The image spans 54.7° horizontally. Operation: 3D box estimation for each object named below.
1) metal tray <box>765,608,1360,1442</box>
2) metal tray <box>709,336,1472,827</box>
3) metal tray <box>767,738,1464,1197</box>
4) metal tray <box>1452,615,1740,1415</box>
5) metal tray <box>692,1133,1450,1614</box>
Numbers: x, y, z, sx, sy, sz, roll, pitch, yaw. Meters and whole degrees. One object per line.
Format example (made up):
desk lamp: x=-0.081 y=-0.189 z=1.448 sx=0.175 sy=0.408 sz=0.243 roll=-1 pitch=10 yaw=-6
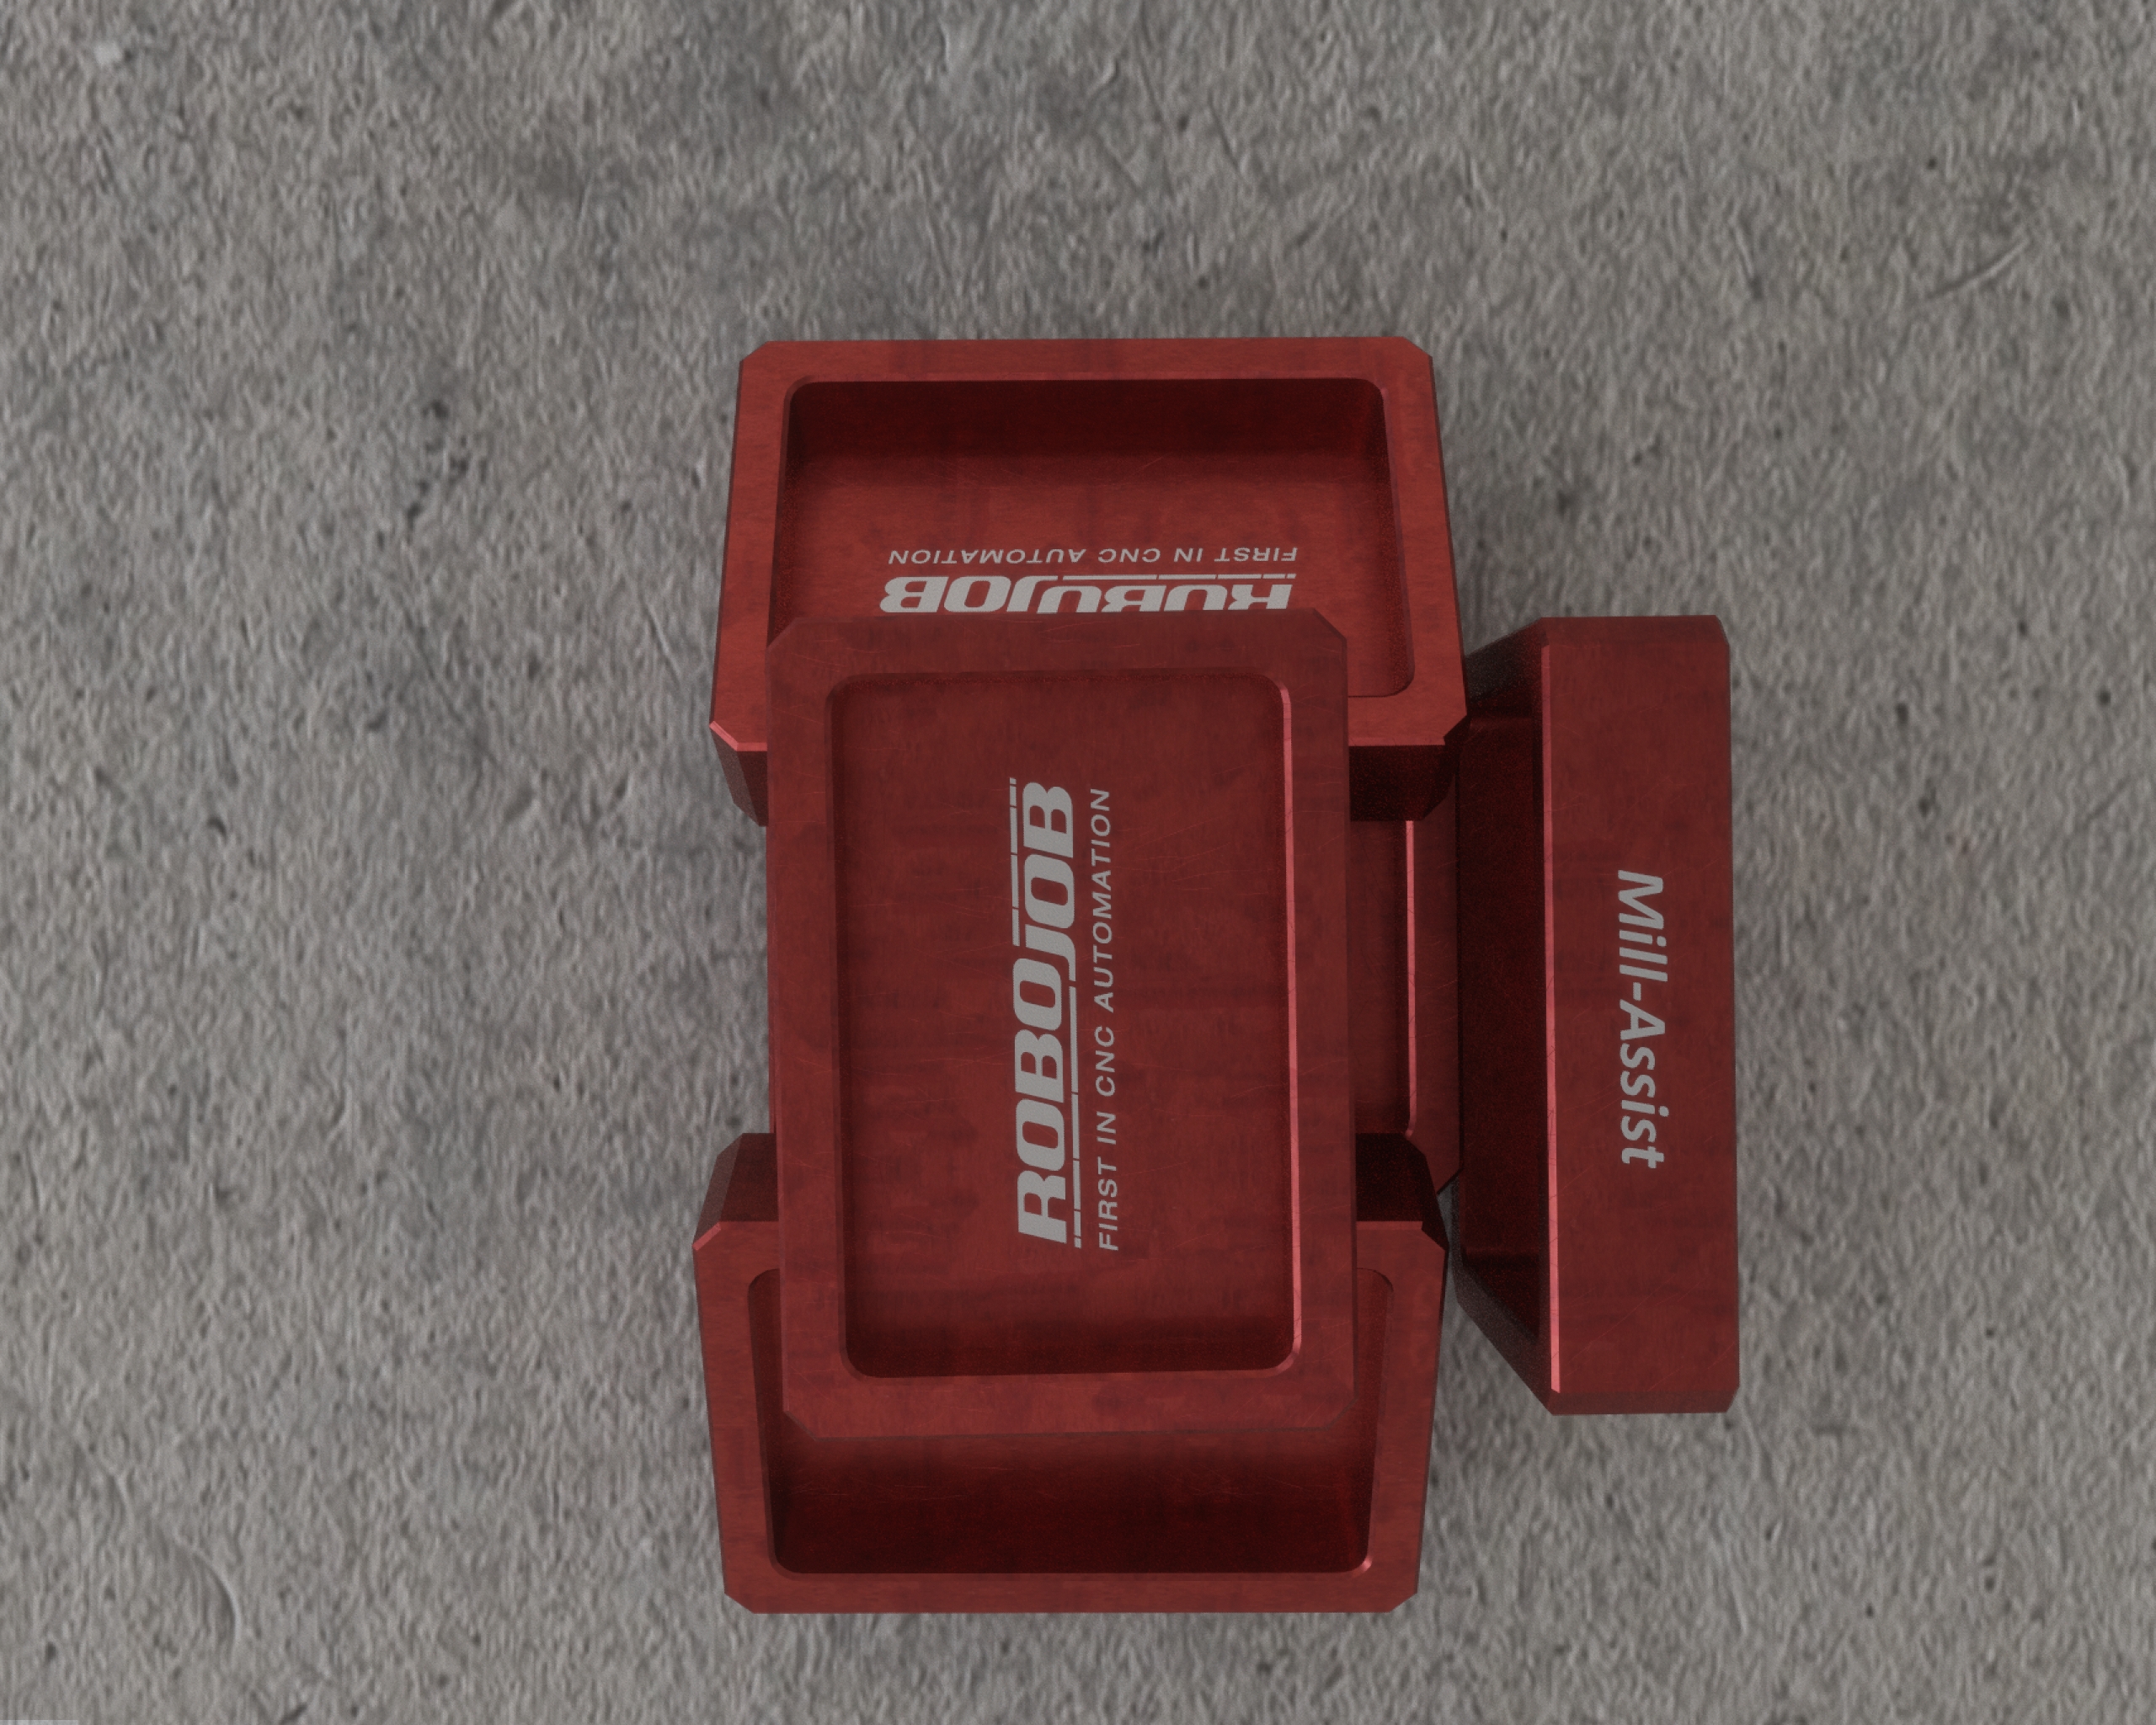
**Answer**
metal tray: x=-0.002 y=0.025 z=0.340 sx=0.091 sy=0.030 sz=0.129 roll=-1 pitch=92 yaw=0
metal tray: x=0.002 y=-0.053 z=0.388 sx=0.131 sy=0.030 sz=0.090 roll=0 pitch=63 yaw=0
metal tray: x=0.007 y=0.019 z=0.407 sx=0.131 sy=0.030 sz=0.089 roll=-1 pitch=90 yaw=0
metal tray: x=0.090 y=0.024 z=0.378 sx=0.030 sy=0.090 sz=0.129 roll=-1 pitch=90 yaw=0
metal tray: x=-0.001 y=0.096 z=0.389 sx=0.131 sy=0.030 sz=0.089 roll=0 pitch=115 yaw=0
